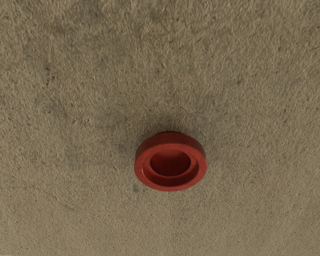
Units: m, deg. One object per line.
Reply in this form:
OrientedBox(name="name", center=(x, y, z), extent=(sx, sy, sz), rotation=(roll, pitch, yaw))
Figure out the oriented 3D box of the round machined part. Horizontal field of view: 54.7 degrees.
OrientedBox(name="round machined part", center=(0.014, 0.042, 0.434), extent=(0.099, 0.042, 0.097), rotation=(-1, 130, 0))
